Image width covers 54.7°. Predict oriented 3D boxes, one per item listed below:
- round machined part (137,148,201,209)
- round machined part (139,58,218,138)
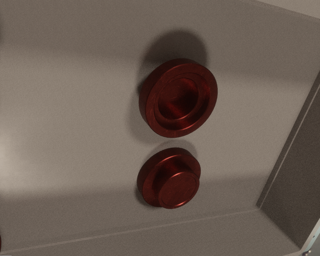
[{"bbox_3d":[0.019,0.081,0.460,0.099,0.042,0.097,-14,125,-21],"label":"round machined part"},{"bbox_3d":[0.019,-0.040,0.385,0.099,0.042,0.097,-14,125,-21],"label":"round machined part"}]
